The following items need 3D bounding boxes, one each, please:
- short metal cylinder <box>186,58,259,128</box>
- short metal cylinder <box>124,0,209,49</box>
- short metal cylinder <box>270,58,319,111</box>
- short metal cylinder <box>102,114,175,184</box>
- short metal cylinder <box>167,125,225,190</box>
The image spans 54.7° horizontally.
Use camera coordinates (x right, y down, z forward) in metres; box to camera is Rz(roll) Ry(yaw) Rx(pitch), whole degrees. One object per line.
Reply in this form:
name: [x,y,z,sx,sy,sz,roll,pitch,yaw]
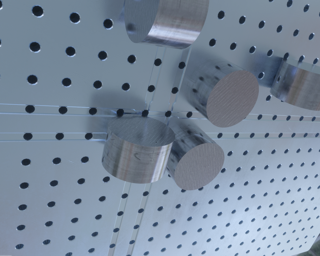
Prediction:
short metal cylinder: [0.083,-0.047,0.413,0.081,0.050,0.079,-14,124,-21]
short metal cylinder: [0.004,-0.121,0.304,0.050,0.080,0.079,0,119,-29]
short metal cylinder: [0.210,-0.065,0.453,0.081,0.080,0.050,-1,119,-29]
short metal cylinder: [-0.027,0.023,0.377,0.081,0.080,0.050,0,118,-29]
short metal cylinder: [0.045,0.043,0.448,0.081,0.050,0.079,-14,125,-21]
